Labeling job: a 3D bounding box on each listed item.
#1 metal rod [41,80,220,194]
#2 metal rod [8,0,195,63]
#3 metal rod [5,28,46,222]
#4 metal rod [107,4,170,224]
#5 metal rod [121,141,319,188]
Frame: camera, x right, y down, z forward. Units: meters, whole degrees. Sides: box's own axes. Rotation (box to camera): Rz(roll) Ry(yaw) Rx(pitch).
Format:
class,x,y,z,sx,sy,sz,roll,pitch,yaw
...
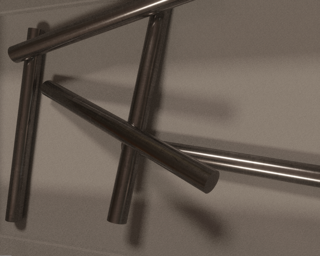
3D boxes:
class,x,y,z,sx,sy,sz,roll,pitch,yaw
metal rod,-0.059,-0.004,0.384,0.300,0.025,0.025,27,99,35
metal rod,-0.075,-0.139,0.406,0.301,0.025,0.025,-12,86,19
metal rod,-0.210,-0.003,0.482,0.025,0.025,0.298,9,93,19
metal rod,-0.025,-0.029,0.398,0.025,0.025,0.298,10,86,19
metal rod,0.093,0.042,0.377,0.301,0.025,0.025,8,93,19
